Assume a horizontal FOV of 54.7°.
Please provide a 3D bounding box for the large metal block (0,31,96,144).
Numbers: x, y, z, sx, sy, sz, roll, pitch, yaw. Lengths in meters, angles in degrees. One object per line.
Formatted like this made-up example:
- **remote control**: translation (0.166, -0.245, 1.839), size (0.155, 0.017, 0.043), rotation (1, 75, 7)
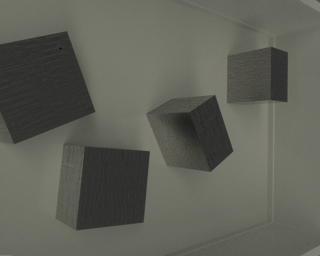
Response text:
- **large metal block**: translation (-0.120, -0.038, 0.291), size (0.081, 0.050, 0.080), rotation (-27, 107, -37)

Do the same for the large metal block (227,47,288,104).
- **large metal block**: translation (0.158, -0.081, 0.506), size (0.050, 0.080, 0.079), rotation (1, 90, -40)

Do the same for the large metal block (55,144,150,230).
- **large metal block**: translation (-0.062, 0.061, 0.340), size (0.081, 0.050, 0.080), rotation (8, 85, -40)

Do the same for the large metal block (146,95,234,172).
- **large metal block**: translation (0.038, 0.006, 0.405), size (0.050, 0.080, 0.080), rotation (-34, 111, -35)
